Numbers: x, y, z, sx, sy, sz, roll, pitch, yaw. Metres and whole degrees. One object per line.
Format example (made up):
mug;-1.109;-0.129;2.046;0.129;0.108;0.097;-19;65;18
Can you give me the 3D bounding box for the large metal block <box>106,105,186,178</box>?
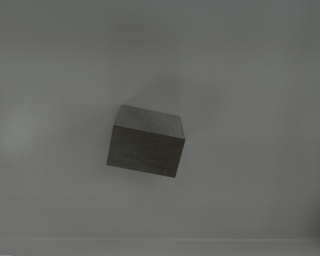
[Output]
large metal block;-0.017;0.013;0.384;0.081;0.080;0.050;11;110;-5
